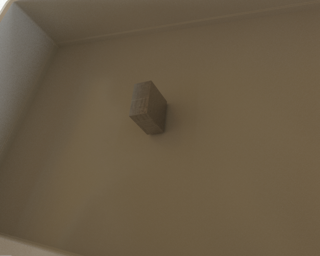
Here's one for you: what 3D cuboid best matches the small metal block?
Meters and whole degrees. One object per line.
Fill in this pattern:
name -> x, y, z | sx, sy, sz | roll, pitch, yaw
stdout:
small metal block -> -0.014, -0.026, 0.410 | 0.025, 0.050, 0.050 | -9, 57, 24
